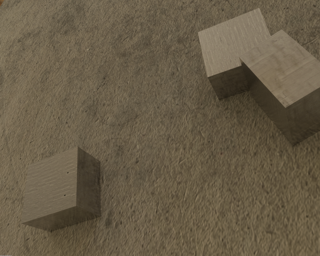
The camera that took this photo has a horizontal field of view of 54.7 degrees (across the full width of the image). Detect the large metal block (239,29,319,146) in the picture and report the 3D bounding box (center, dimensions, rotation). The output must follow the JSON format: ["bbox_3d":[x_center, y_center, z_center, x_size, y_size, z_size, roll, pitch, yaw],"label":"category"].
[{"bbox_3d":[0.133,-0.040,0.323,0.050,0.080,0.080,-32,52,7],"label":"large metal block"}]

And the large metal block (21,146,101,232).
[{"bbox_3d":[-0.126,0.081,0.404,0.080,0.050,0.080,-20,54,16],"label":"large metal block"}]

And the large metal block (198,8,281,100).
[{"bbox_3d":[0.100,-0.092,0.392,0.080,0.050,0.080,-17,55,18],"label":"large metal block"}]
